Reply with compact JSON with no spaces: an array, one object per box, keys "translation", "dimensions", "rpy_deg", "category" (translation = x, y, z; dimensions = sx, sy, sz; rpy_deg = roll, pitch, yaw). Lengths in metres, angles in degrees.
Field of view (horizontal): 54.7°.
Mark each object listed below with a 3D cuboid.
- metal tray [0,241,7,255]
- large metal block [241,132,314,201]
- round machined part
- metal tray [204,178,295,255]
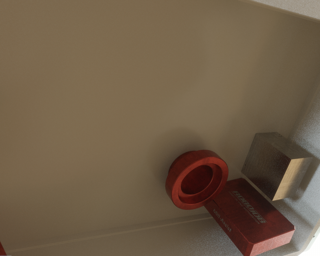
[{"translation":[-0.197,0.146,0.318],"dimensions":[0.030,0.130,0.089],"rpy_deg":[11,110,-50],"category":"metal tray"},{"translation":[0.193,0.062,0.520],"dimensions":[0.050,0.080,0.079],"rpy_deg":[-2,119,-28],"category":"large metal block"},{"translation":[0.052,0.074,0.474],"dimensions":[0.099,0.042,0.097],"rpy_deg":[-14,125,-21],"category":"round machined part"},{"translation":[0.138,0.139,0.505],"dimensions":[0.091,0.130,0.030],"rpy_deg":[-7,122,-25],"category":"metal tray"}]
